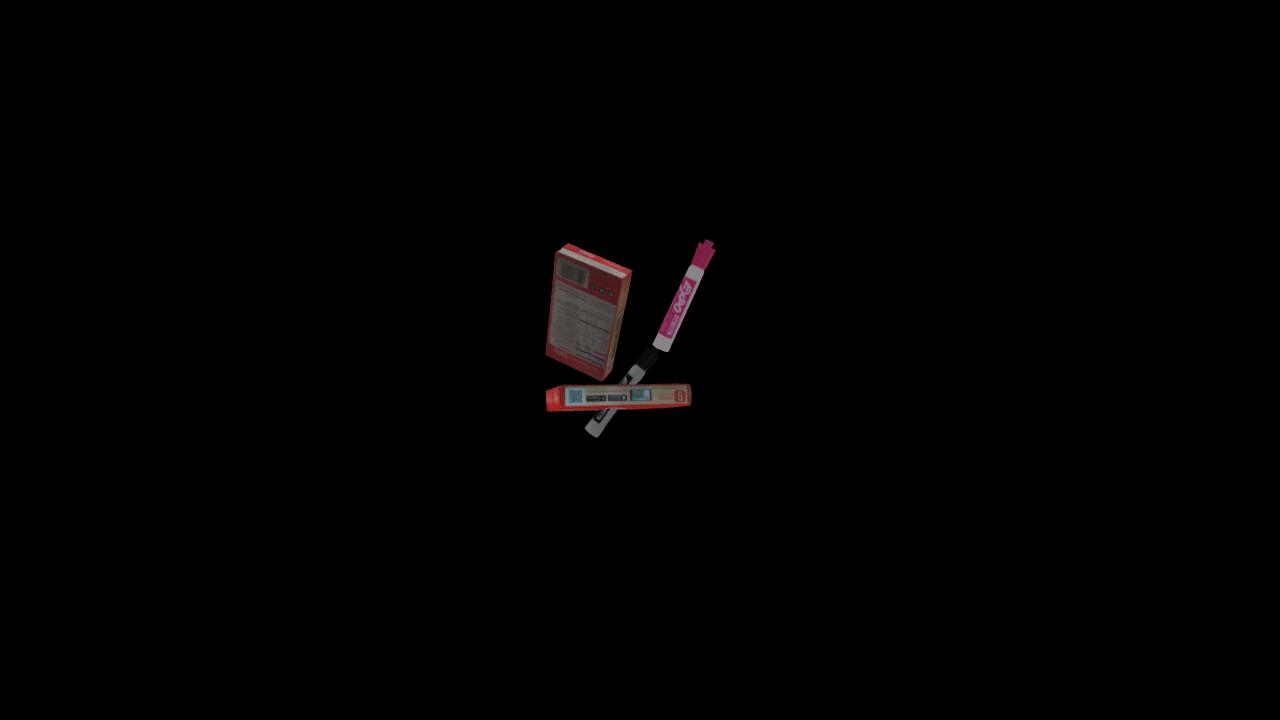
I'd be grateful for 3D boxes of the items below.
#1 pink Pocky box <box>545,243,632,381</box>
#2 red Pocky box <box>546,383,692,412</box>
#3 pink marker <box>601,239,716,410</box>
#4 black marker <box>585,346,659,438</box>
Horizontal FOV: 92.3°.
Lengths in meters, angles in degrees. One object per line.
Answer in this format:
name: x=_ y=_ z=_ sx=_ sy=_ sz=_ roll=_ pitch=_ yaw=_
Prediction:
pink Pocky box: x=-0.063 y=-0.052 z=0.715 sx=0.084 sy=0.155 sz=0.029 roll=25 pitch=42 yaw=13
red Pocky box: x=-0.027 y=0.044 z=0.715 sx=0.155 sy=0.028 sz=0.083 roll=0 pitch=-6 yaw=-19
pink marker: x=0.046 y=-0.066 z=0.630 sx=0.020 sy=0.121 sz=0.020 roll=24 pitch=12 yaw=-5
black marker: x=-0.019 y=0.034 z=0.691 sx=0.020 sy=0.121 sz=0.020 roll=37 pitch=1 yaw=0
